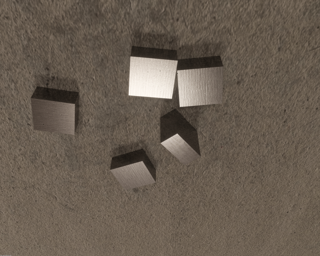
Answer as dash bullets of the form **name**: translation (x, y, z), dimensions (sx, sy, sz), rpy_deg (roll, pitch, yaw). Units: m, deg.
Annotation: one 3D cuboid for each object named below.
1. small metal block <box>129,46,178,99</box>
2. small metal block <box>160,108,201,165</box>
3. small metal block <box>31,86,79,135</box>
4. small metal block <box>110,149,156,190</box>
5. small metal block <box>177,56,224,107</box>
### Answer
- **small metal block**: translation (-0.009, -0.063, 0.354), dimensions (0.050, 0.025, 0.050), rpy_deg (4, 130, -4)
- **small metal block**: translation (0.026, 0.011, 0.401), dimensions (0.025, 0.050, 0.050), rpy_deg (-31, 124, 23)
- **small metal block**: translation (-0.130, -0.021, 0.387), dimensions (0.050, 0.025, 0.050), rpy_deg (8, 130, -7)
- **small metal block**: translation (-0.039, 0.062, 0.460), dimensions (0.050, 0.025, 0.050), rpy_deg (-17, 129, 13)
- **small metal block**: translation (0.046, -0.054, 0.362), dimensions (0.050, 0.025, 0.050), rpy_deg (-5, 130, 3)
